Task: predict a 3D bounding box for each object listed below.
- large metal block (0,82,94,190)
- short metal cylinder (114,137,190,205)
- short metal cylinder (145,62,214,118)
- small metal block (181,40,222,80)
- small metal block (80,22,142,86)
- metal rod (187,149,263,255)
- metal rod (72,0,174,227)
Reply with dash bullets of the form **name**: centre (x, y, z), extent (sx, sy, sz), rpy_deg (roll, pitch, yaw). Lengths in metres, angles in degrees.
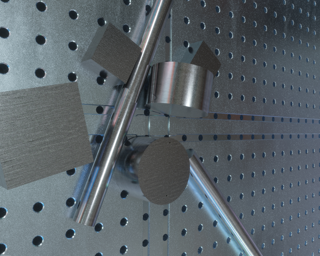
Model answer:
- **large metal block**: centre (-0.118, 0.003, 0.294), extent (0.081, 0.050, 0.079), rpy_deg (-17, 101, -39)
- **short metal cylinder**: centre (-0.009, 0.051, 0.385), extent (0.081, 0.050, 0.080), rpy_deg (0, 90, -40)
- **short metal cylinder**: centre (0.024, -0.046, 0.393), extent (0.081, 0.080, 0.050), rpy_deg (15, 81, -39)
- **small metal block**: centre (0.059, -0.092, 0.458), extent (0.050, 0.025, 0.050), rpy_deg (43, 64, -32)
- **small metal block**: centre (-0.056, -0.085, 0.362), extent (0.050, 0.025, 0.050), rpy_deg (34, 69, -35)
- **metal rod**: centre (0.115, 0.149, 0.505), extent (0.025, 0.025, 0.299), rpy_deg (-50, 119, -28)
- **metal rod**: centre (-0.039, -0.034, 0.376), extent (0.025, 0.025, 0.299), rpy_deg (29, 72, -36)
